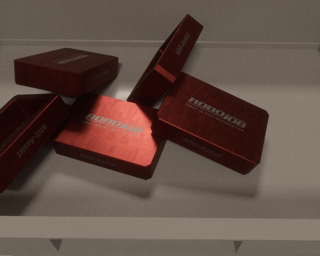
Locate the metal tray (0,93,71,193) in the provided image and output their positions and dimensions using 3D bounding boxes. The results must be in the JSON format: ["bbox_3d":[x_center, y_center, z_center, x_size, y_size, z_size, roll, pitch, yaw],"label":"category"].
[{"bbox_3d":[-0.179,0.012,0.367,0.090,0.030,0.130,2,46,32],"label":"metal tray"}]

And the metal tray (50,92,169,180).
[{"bbox_3d":[-0.059,0.006,0.396,0.131,0.030,0.090,15,51,11],"label":"metal tray"}]

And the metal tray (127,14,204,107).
[{"bbox_3d":[0.008,-0.092,0.438,0.030,0.090,0.130,35,52,-12],"label":"metal tray"}]

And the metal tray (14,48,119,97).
[{"bbox_3d":[-0.123,-0.082,0.432,0.090,0.030,0.130,12,23,10],"label":"metal tray"}]

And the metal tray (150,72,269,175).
[{"bbox_3d":[0.065,-0.009,0.388,0.131,0.030,0.090,25,52,1],"label":"metal tray"}]
